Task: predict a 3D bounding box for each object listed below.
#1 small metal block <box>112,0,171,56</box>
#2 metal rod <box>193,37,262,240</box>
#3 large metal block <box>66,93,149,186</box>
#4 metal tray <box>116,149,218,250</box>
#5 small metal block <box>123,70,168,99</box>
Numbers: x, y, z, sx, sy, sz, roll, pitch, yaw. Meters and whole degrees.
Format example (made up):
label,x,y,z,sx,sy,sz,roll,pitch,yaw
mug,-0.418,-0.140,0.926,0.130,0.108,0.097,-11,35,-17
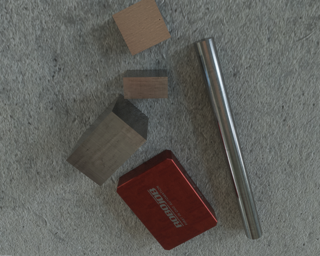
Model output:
label,x,y,z,sx,sy,sz,roll,pitch,yaw
small metal block,-0.021,-0.120,0.365,0.050,0.025,0.050,-24,109,8
metal rod,0.097,0.027,0.421,0.025,0.025,0.298,-17,110,6
large metal block,-0.061,0.011,0.384,0.050,0.080,0.080,41,105,-14
metal tray,0.011,0.106,0.446,0.090,0.030,0.130,-32,107,10
small metal block,-0.016,-0.054,0.376,0.050,0.050,0.025,-1,110,0
